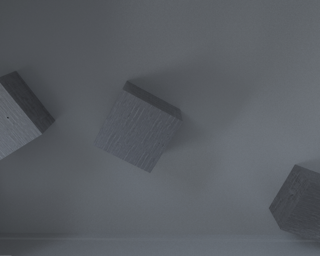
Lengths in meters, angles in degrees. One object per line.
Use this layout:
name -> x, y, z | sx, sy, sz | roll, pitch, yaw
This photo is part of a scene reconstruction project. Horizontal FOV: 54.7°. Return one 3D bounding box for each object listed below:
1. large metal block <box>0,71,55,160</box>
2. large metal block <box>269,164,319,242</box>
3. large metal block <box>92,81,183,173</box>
large metal block -> -0.197, -0.013, 0.391 | 0.080, 0.050, 0.080 | -30, 108, 10
large metal block -> 0.217, 0.109, 0.440 | 0.080, 0.050, 0.079 | 20, 109, -7
large metal block -> -0.028, -0.002, 0.397 | 0.080, 0.050, 0.080 | 28, 108, -10
